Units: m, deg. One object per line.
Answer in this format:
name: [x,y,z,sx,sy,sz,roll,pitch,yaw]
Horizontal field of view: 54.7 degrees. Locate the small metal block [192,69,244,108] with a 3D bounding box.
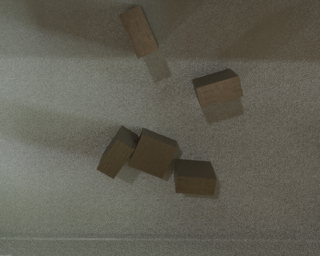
small metal block: [0.069,-0.050,0.380,0.050,0.050,0.025,-16,110,5]

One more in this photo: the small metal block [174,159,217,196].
small metal block: [0.046,0.066,0.423,0.050,0.050,0.025,5,110,-2]

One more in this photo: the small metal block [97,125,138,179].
small metal block: [-0.055,0.031,0.409,0.025,0.050,0.050,33,107,-11]

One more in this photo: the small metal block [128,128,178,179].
small metal block: [-0.010,0.034,0.424,0.050,0.025,0.050,22,109,-8]

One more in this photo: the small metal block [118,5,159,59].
small metal block: [-0.023,-0.111,0.357,0.025,0.050,0.050,-22,109,8]
